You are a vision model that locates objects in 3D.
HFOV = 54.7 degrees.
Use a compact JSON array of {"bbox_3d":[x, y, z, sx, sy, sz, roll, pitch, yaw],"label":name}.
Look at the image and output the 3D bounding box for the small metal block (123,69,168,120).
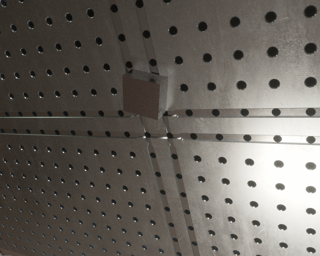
[{"bbox_3d":[-0.019,-0.043,0.393,0.050,0.025,0.050,16,125,18],"label":"small metal block"}]
